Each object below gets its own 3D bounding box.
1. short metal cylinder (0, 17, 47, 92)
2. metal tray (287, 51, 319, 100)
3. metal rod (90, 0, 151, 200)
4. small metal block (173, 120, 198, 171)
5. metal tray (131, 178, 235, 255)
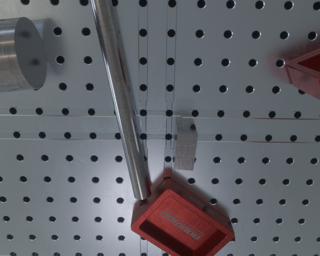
[{"bbox_3d":[-0.170,-0.082,0.352,0.050,0.080,0.079,-5,110,2],"label":"short metal cylinder"},{"bbox_3d":[0.228,-0.077,0.352,0.130,0.090,0.030,-22,109,8],"label":"metal tray"},{"bbox_3d":[-0.049,-0.041,0.397,0.025,0.025,0.298,-9,110,3],"label":"metal rod"},{"bbox_3d":[0.032,0.022,0.408,0.025,0.050,0.050,4,110,-2],"label":"small metal block"},{"bbox_3d":[0.034,0.146,0.464,0.130,0.030,0.090,37,106,-13],"label":"metal tray"}]
